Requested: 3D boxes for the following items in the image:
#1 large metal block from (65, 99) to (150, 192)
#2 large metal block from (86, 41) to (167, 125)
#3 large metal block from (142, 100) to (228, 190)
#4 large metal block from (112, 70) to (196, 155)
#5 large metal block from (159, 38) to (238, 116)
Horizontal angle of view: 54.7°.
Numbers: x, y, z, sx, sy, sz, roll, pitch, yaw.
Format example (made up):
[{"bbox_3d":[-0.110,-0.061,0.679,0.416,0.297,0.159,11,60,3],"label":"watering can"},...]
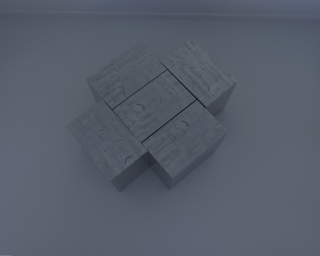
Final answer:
[{"bbox_3d":[-0.058,0.024,0.370,0.050,0.080,0.080,-39,75,-13],"label":"large metal block"},{"bbox_3d":[-0.039,-0.049,0.397,0.080,0.080,0.050,-38,75,-13],"label":"large metal block"},{"bbox_3d":[0.027,0.024,0.372,0.080,0.080,0.050,-38,75,-13],"label":"large metal block"},{"bbox_3d":[-0.006,-0.013,0.384,0.080,0.080,0.050,-38,75,-13],"label":"large metal block"},{"bbox_3d":[0.044,-0.054,0.400,0.050,0.080,0.080,-39,75,-13],"label":"large metal block"}]
